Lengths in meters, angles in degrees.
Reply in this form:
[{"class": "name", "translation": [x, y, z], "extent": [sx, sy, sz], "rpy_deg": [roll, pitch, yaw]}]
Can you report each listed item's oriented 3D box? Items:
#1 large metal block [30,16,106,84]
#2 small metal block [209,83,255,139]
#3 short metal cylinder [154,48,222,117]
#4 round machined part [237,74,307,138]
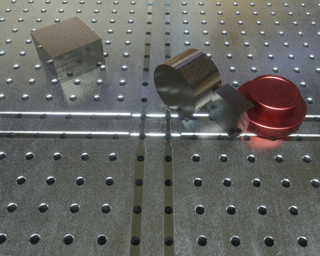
[{"class": "large metal block", "translation": [-0.146, -0.127, 0.496], "extent": [0.081, 0.050, 0.080], "rpy_deg": [-30, 57, -23]}, {"class": "small metal block", "translation": [0.094, -0.022, 0.411], "extent": [0.025, 0.050, 0.050], "rpy_deg": [-27, 56, -21]}, {"class": "short metal cylinder", "translation": [0.037, -0.061, 0.424], "extent": [0.050, 0.080, 0.080], "rpy_deg": [-35, 59, -26]}, {"class": "round machined part", "translation": [0.153, -0.037, 0.430], "extent": [0.099, 0.042, 0.098], "rpy_deg": [0, 50, 0]}]
